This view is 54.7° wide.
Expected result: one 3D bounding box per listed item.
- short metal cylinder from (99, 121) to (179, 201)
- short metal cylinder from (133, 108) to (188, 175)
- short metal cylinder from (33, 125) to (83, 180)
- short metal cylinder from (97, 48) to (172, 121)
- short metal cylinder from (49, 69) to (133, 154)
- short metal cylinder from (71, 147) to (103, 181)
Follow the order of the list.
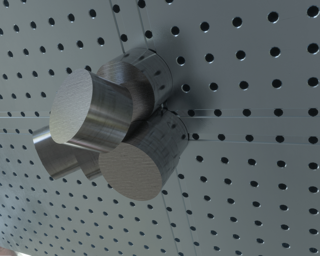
[{"bbox_3d":[-0.024,0.038,0.364,0.080,0.050,0.079,13,124,21],"label":"short metal cylinder"},{"bbox_3d":[-0.009,0.019,0.411,0.080,0.050,0.079,13,124,21],"label":"short metal cylinder"},{"bbox_3d":[-0.147,0.030,0.463,0.050,0.080,0.080,-24,111,-8],"label":"short metal cylinder"},{"bbox_3d":[-0.032,-0.052,0.379,0.080,0.050,0.079,13,124,21],"label":"short metal cylinder"},{"bbox_3d":[-0.074,-0.017,0.331,0.080,0.080,0.050,-26,147,37],"label":"short metal cylinder"},{"bbox_3d":[-0.088,0.026,0.429,0.050,0.080,0.080,-24,111,-7],"label":"short metal cylinder"}]
